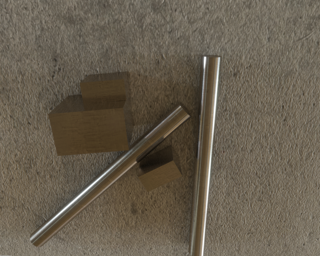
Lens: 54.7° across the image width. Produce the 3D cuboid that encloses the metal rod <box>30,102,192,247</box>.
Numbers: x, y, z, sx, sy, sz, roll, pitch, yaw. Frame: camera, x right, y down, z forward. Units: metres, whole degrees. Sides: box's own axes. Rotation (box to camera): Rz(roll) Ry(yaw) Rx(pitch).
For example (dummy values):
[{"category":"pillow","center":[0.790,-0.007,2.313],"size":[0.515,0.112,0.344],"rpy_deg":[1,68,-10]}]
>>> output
[{"category":"metal rod","center":[-0.077,0.073,0.435],"size":[0.300,0.025,0.025],"rpy_deg":[-41,105,13]}]

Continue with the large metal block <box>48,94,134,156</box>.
[{"category":"large metal block","center":[-0.077,-0.009,0.376],"size":[0.080,0.080,0.050],"rpy_deg":[-5,110,1]}]

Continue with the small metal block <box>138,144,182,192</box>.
[{"category":"small metal block","center":[0.000,0.053,0.416],"size":[0.050,0.050,0.025],"rpy_deg":[-27,108,9]}]

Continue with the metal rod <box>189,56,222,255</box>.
[{"category":"metal rod","center":[0.060,0.052,0.429],"size":[0.025,0.025,0.298],"rpy_deg":[1,110,-1]}]

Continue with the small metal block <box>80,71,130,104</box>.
[{"category":"small metal block","center":[-0.065,-0.050,0.377],"size":[0.050,0.050,0.025],"rpy_deg":[-5,110,1]}]
